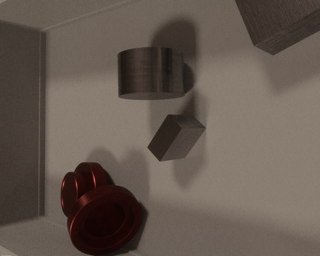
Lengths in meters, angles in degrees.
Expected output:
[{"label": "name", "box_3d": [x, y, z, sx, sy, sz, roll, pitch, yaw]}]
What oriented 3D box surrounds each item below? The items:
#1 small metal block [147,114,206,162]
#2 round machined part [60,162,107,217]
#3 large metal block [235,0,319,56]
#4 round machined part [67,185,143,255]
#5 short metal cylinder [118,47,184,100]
[{"label": "small metal block", "box_3d": [0.020, 0.012, 0.372, 0.025, 0.050, 0.050, 46, 118, 30]}, {"label": "round machined part", "box_3d": [-0.121, 0.102, 0.478, 0.098, 0.042, 0.097, -10, 77, 52]}, {"label": "large metal block", "box_3d": [0.120, -0.127, 0.291, 0.080, 0.050, 0.080, -27, 73, 36]}, {"label": "round machined part", "box_3d": [-0.077, 0.121, 0.426, 0.042, 0.099, 0.097, 39, 115, 56]}, {"label": "short metal cylinder", "box_3d": [-0.011, -0.063, 0.378, 0.080, 0.081, 0.050, -2, 89, 39]}]
